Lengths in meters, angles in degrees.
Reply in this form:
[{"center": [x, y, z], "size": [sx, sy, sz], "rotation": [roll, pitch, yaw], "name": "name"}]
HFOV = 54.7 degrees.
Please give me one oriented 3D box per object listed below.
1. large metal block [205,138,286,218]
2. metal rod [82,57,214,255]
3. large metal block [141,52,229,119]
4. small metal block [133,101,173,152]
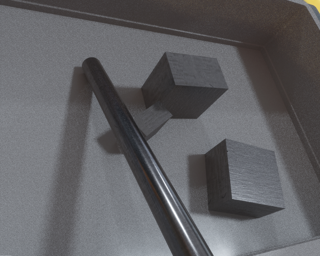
[{"center": [0.109, 0.068, 0.409], "size": [0.081, 0.050, 0.080], "rotation": [14, 56, -21], "name": "large metal block"}, {"center": [-0.031, 0.008, 0.308], "size": [0.025, 0.025, 0.300], "rotation": [-2, 38, -29], "name": "metal rod"}, {"center": [0.031, -0.054, 0.422], "size": [0.081, 0.080, 0.050], "rotation": [0, 62, -29], "name": "large metal block"}, {"center": [-0.019, -0.001, 0.381], "size": [0.025, 0.050, 0.050], "rotation": [48, 51, 4], "name": "small metal block"}]
